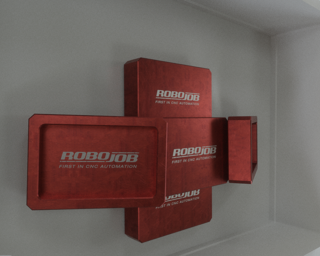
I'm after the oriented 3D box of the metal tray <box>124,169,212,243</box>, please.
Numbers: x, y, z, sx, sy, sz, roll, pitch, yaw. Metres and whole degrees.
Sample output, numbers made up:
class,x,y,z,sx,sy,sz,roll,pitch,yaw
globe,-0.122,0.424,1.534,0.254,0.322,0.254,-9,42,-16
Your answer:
class,x,y,z,sx,sy,sz,roll,pitch,yaw
metal tray,0.015,0.090,0.413,0.131,0.030,0.089,-1,91,-40

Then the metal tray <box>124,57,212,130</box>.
class,x,y,z,sx,sy,sz,roll,pitch,yaw
metal tray,0.015,-0.039,0.412,0.131,0.030,0.089,-1,91,-40

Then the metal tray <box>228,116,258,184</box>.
class,x,y,z,sx,sy,sz,roll,pitch,yaw
metal tray,0.128,0.027,0.467,0.130,0.030,0.089,-6,95,-69

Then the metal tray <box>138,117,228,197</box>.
class,x,y,z,sx,sy,sz,roll,pitch,yaw
metal tray,0.034,0.032,0.391,0.131,0.030,0.089,-2,91,-40

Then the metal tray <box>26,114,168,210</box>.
class,x,y,z,sx,sy,sz,roll,pitch,yaw
metal tray,-0.060,0.033,0.311,0.131,0.030,0.089,1,90,-11
